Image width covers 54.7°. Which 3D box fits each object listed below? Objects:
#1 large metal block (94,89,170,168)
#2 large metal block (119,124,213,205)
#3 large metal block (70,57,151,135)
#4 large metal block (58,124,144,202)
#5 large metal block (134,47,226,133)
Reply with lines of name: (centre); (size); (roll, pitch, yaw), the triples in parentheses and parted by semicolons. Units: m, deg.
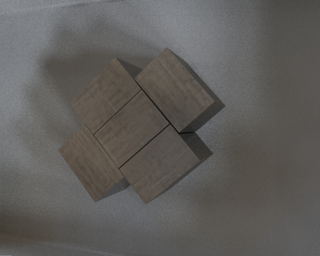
large metal block: (-0.020, 0.001, 0.387); (0.080, 0.080, 0.050); (-42, 77, 15)
large metal block: (0.011, 0.040, 0.376); (0.080, 0.080, 0.050); (-42, 77, 15)
large metal block: (-0.051, -0.037, 0.397); (0.080, 0.080, 0.050); (-42, 77, 15)
large metal block: (-0.070, 0.041, 0.404); (0.050, 0.080, 0.080); (-42, 77, 15)
large metal block: (0.027, -0.042, 0.370); (0.050, 0.080, 0.080); (-42, 77, 15)
